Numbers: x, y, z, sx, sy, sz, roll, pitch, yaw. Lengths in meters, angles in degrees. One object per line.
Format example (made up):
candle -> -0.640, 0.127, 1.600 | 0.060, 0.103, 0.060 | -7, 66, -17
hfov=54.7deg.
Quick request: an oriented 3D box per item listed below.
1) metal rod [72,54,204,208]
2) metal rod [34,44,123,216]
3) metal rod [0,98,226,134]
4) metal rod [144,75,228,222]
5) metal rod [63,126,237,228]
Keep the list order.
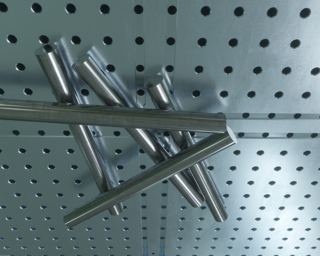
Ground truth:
metal rod -> -0.013, 0.023, 0.430 | 0.025, 0.025, 0.300 | -24, 127, 19
metal rod -> -0.099, 0.026, 0.432 | 0.025, 0.025, 0.298 | -8, 130, 6
metal rod -> -0.073, -0.015, 0.365 | 0.302, 0.025, 0.025 | 4, 130, -4
metal rod -> 0.050, 0.050, 0.454 | 0.025, 0.025, 0.299 | -18, 128, 14
metal rod -> -0.028, 0.079, 0.445 | 0.300, 0.025, 0.025 | -31, 124, 23
